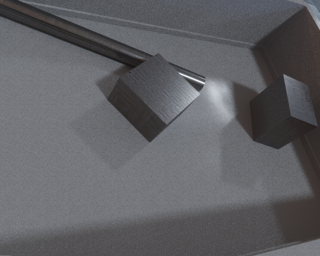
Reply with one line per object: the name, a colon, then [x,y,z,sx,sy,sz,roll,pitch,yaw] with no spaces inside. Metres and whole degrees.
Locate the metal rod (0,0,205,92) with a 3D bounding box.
metal rod: [-0.072,-0.114,0.437,0.302,0.025,0.025,18,55,-18]

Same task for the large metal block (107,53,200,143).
large metal block: [-0.008,-0.041,0.412,0.080,0.050,0.080,45,51,3]

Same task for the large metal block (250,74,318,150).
large metal block: [0.191,-0.024,0.491,0.050,0.080,0.080,18,55,-18]
